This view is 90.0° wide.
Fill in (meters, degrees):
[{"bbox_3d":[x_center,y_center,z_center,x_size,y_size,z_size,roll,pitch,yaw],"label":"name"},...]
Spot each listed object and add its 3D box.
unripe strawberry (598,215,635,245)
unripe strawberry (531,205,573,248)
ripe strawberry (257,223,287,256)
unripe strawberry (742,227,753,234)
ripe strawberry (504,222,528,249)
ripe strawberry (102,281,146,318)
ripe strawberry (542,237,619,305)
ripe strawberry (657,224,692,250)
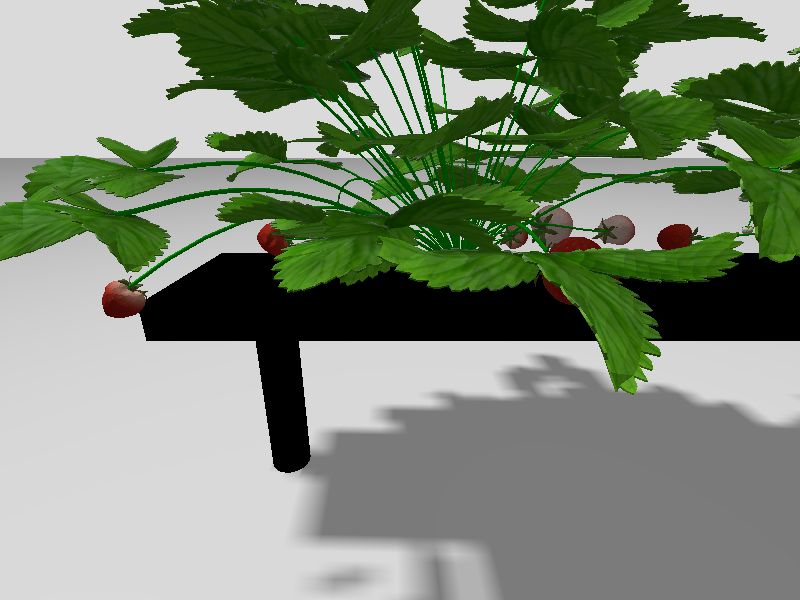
[{"bbox_3d":[0.249,-0.080,0.456,0.039,0.034,0.039,-10,24,-26],"label":"unripe strawberry"},{"bbox_3d":[0.175,-0.083,0.453,0.049,0.048,0.045,-17,27,-38],"label":"unripe strawberry"},{"bbox_3d":[-0.130,-0.064,0.415,0.034,0.035,0.031,6,22,17],"label":"ripe strawberry"},{"bbox_3d":[0.430,-0.085,0.496,0.010,0.011,0.011,-11,24,-26],"label":"unripe strawberry"},{"bbox_3d":[0.130,-0.072,0.442,0.026,0.030,0.029,17,26,37],"label":"ripe strawberry"},{"bbox_3d":[-0.185,0.001,0.266,0.025,0.024,0.022,41,0,-31],"label":"ripe strawberry"},{"bbox_3d":[0.133,-0.020,0.291,0.050,0.050,0.047,19,28,39],"label":"ripe strawberry"},{"bbox_3d":[0.288,-0.065,0.422,0.030,0.031,0.028,6,22,16],"label":"ripe strawberry"}]
